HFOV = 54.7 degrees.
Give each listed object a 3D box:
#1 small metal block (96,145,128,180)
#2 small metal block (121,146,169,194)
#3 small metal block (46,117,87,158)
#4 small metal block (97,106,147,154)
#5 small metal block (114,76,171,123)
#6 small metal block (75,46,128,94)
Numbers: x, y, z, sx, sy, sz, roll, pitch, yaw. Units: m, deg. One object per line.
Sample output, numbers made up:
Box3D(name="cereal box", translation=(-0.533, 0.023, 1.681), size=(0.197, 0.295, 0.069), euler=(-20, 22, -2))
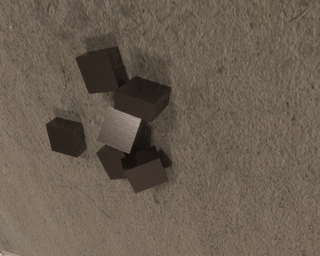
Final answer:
Box3D(name="small metal block", translation=(-0.060, 0.049, 0.467), size=(0.050, 0.025, 0.050), euler=(-11, 113, 32))
Box3D(name="small metal block", translation=(-0.020, 0.058, 0.429), size=(0.050, 0.025, 0.050), euler=(-21, 131, -1))
Box3D(name="small metal block", translation=(-0.148, 0.015, 0.492), size=(0.050, 0.025, 0.050), euler=(12, 124, 21))
Box3D(name="small metal block", translation=(-0.050, 0.003, 0.419), size=(0.050, 0.025, 0.050), euler=(20, 93, 16))
Box3D(name="small metal block", translation=(-0.021, -0.037, 0.378), size=(0.050, 0.050, 0.025), euler=(20, 126, 15))
Box3D(name="small metal block", translation=(-0.073, -0.074, 0.398), size=(0.050, 0.025, 0.050), euler=(-2, 118, 28))
